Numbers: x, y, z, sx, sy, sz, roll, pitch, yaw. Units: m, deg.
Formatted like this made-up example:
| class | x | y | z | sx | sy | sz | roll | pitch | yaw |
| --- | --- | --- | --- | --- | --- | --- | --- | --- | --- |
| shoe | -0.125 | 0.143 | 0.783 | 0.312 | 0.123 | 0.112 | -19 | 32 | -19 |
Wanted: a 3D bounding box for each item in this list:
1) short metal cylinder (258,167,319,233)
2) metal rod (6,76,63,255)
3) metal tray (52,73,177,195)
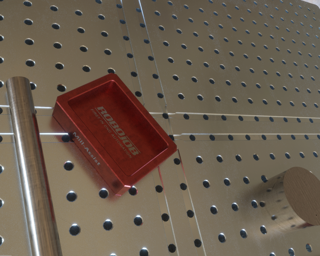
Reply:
| class | x | y | z | sx | sy | sz | roll | pitch | yaw |
| --- | --- | --- | --- | --- | --- | --- | --- | --- | --- |
| short metal cylinder | 0.185 | 0.100 | 0.430 | 0.081 | 0.050 | 0.080 | 14 | 56 | -21 |
| metal rod | -0.115 | 0.080 | 0.297 | 0.025 | 0.025 | 0.299 | -6 | 65 | -31 |
| metal tray | -0.053 | 0.003 | 0.374 | 0.091 | 0.030 | 0.130 | -35 | 81 | -38 |
